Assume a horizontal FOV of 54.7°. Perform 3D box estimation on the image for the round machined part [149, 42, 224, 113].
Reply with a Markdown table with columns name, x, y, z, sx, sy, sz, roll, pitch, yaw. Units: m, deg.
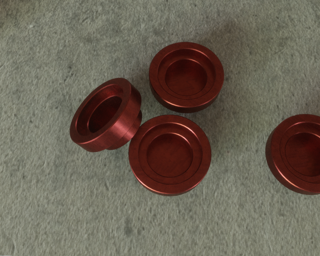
| name | x | y | z | sx | sy | sz | roll | pitch | yaw |
| --- | --- | --- | --- | --- | --- | --- | --- | --- | --- |
| round machined part | 0.035 | -0.065 | 0.423 | 0.099 | 0.042 | 0.098 | 0 | 70 | -1 |

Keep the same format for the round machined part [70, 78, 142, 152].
| name | x | y | z | sx | sy | sz | roll | pitch | yaw |
| --- | --- | --- | --- | --- | --- | --- | --- | --- | --- |
| round machined part | -0.061 | -0.012 | 0.385 | 0.098 | 0.042 | 0.098 | -25 | 43 | 25 |

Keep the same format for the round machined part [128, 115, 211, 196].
| name | x | y | z | sx | sy | sz | roll | pitch | yaw |
| --- | --- | --- | --- | --- | --- | --- | --- | --- | --- |
| round machined part | 0.012 | 0.036 | 0.386 | 0.099 | 0.042 | 0.098 | 0 | 70 | -1 |

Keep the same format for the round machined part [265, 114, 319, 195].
| name | x | y | z | sx | sy | sz | roll | pitch | yaw |
| --- | --- | --- | --- | --- | --- | --- | --- | --- | --- |
| round machined part | 0.181 | 0.035 | 0.389 | 0.099 | 0.042 | 0.098 | 0 | 70 | -1 |
